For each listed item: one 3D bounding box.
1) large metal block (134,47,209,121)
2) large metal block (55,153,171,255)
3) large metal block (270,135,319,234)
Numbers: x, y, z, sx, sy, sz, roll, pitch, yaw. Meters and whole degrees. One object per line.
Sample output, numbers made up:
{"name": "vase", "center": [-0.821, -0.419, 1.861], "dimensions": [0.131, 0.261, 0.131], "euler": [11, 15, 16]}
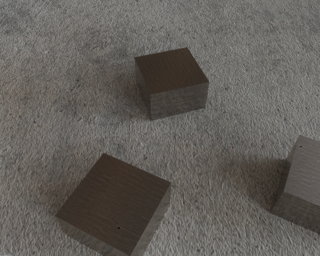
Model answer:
{"name": "large metal block", "center": [0.014, -0.064, 0.441], "dimensions": [0.081, 0.050, 0.080], "euler": [-14, 51, -12]}
{"name": "large metal block", "center": [-0.043, 0.084, 0.316], "dimensions": [0.080, 0.050, 0.080], "euler": [21, 53, 17]}
{"name": "large metal block", "center": [0.175, 0.065, 0.334], "dimensions": [0.080, 0.050, 0.080], "euler": [21, 53, 17]}
